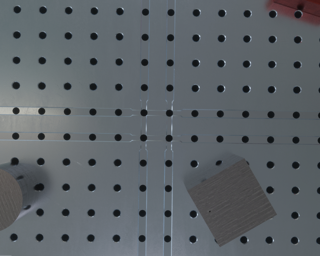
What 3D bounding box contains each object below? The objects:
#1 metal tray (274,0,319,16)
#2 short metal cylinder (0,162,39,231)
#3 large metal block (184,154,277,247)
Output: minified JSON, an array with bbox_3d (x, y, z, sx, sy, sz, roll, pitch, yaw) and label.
[{"bbox_3d":[0.215,-0.223,0.412,0.090,0.030,0.129,18,90,0],"label":"metal tray"},{"bbox_3d":[-0.206,0.087,0.399,0.081,0.050,0.079,0,90,0],"label":"short metal cylinder"},{"bbox_3d":[0.088,0.091,0.402,0.080,0.050,0.080,-30,90,0],"label":"large metal block"}]
